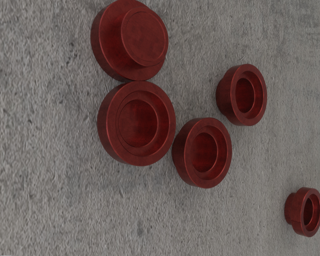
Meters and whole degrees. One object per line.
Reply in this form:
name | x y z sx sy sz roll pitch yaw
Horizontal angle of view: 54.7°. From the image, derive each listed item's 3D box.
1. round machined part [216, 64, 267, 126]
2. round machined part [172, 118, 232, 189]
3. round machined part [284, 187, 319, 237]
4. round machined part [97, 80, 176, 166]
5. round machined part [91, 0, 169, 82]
round machined part | 0.128 -0.052 0.500 0.099 0.042 0.097 0 90 -40
round machined part | 0.055 0.034 0.440 0.099 0.042 0.097 0 90 -40
round machined part | 0.293 0.171 0.640 0.099 0.042 0.097 0 90 -40
round machined part | -0.031 -0.005 0.368 0.099 0.042 0.097 0 90 -40
round machined part | -0.028 -0.104 0.369 0.099 0.042 0.097 0 90 -40
